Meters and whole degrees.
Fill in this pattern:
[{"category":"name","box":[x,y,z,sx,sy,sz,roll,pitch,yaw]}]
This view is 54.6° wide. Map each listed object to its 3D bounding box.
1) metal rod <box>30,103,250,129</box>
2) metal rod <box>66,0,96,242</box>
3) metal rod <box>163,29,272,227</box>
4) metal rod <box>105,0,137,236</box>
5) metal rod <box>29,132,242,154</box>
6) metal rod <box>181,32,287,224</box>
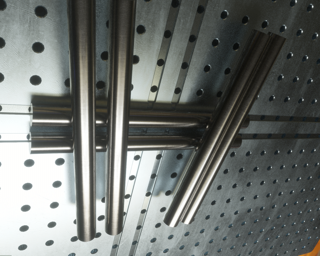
[{"category":"metal rod","box":[-0.004,-0.012,0.401,0.302,0.025,0.025,1,118,-29]},{"category":"metal rod","box":[-0.083,0.012,0.341,0.025,0.025,0.298,-8,122,-24]},{"category":"metal rod","box":[0.070,0.014,0.426,0.025,0.025,0.298,9,114,-32]},{"category":"metal rod","box":[-0.049,0.010,0.358,0.025,0.025,0.298,-8,122,-24]},{"category":"metal rod","box":[-0.012,0.018,0.416,0.302,0.025,0.025,1,118,-29]},{"category":"metal rod","box":[0.093,0.014,0.438,0.025,0.025,0.298,9,114,-32]}]
